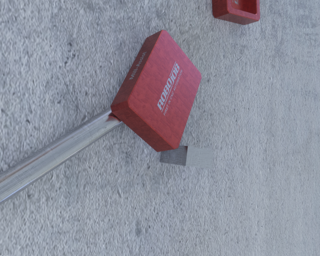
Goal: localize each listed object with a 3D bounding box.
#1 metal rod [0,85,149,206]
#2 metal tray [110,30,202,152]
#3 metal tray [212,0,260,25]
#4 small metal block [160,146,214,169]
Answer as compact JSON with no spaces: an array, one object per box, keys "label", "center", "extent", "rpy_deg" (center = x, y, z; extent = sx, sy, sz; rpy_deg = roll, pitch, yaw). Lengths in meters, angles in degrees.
[{"label":"metal rod","center":[-0.098,0.020,0.323],"extent":[0.302,0.025,0.025],"rpy_deg":[-37,113,-34]},{"label":"metal tray","center":[0.002,-0.047,0.387],"extent":[0.090,0.030,0.130],"rpy_deg":[44,51,-31]},{"label":"metal tray","center":[0.124,-0.243,0.507],"extent":[0.091,0.030,0.129],"rpy_deg":[-5,94,-40]},{"label":"small metal block","center":[0.036,0.039,0.421],"extent":[0.050,0.050,0.025],"rpy_deg":[12,83,-40]}]
